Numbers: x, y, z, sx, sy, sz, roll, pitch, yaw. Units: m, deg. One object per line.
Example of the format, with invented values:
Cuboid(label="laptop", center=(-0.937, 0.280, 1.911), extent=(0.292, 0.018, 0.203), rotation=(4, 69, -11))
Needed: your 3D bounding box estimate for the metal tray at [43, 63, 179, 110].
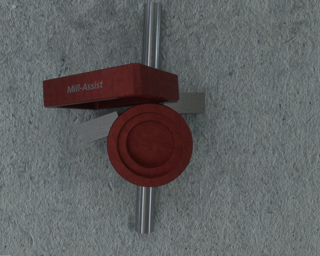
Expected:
Cuboid(label="metal tray", center=(-0.055, -0.042, 0.355), extent=(0.130, 0.090, 0.030), rotation=(-4, 89, 29))

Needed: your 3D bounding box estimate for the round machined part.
Cuboid(label="round machined part", center=(-0.012, 0.018, 0.375), extent=(0.099, 0.042, 0.097), rotation=(0, 93, -3))

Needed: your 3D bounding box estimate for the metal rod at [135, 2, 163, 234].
Cuboid(label="metal rod", center=(-0.015, -0.013, 0.411), extent=(0.025, 0.025, 0.298), rotation=(2, 90, -1))

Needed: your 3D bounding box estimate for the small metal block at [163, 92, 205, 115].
Cuboid(label="small metal block", center=(0.029, -0.030, 0.399), extent=(0.050, 0.050, 0.025), rotation=(-2, 90, -1))

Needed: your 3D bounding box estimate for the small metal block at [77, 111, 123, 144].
Cuboid(label="small metal block", center=(-0.072, -0.001, 0.398), extent=(0.050, 0.050, 0.025), rotation=(-19, 90, 0))
